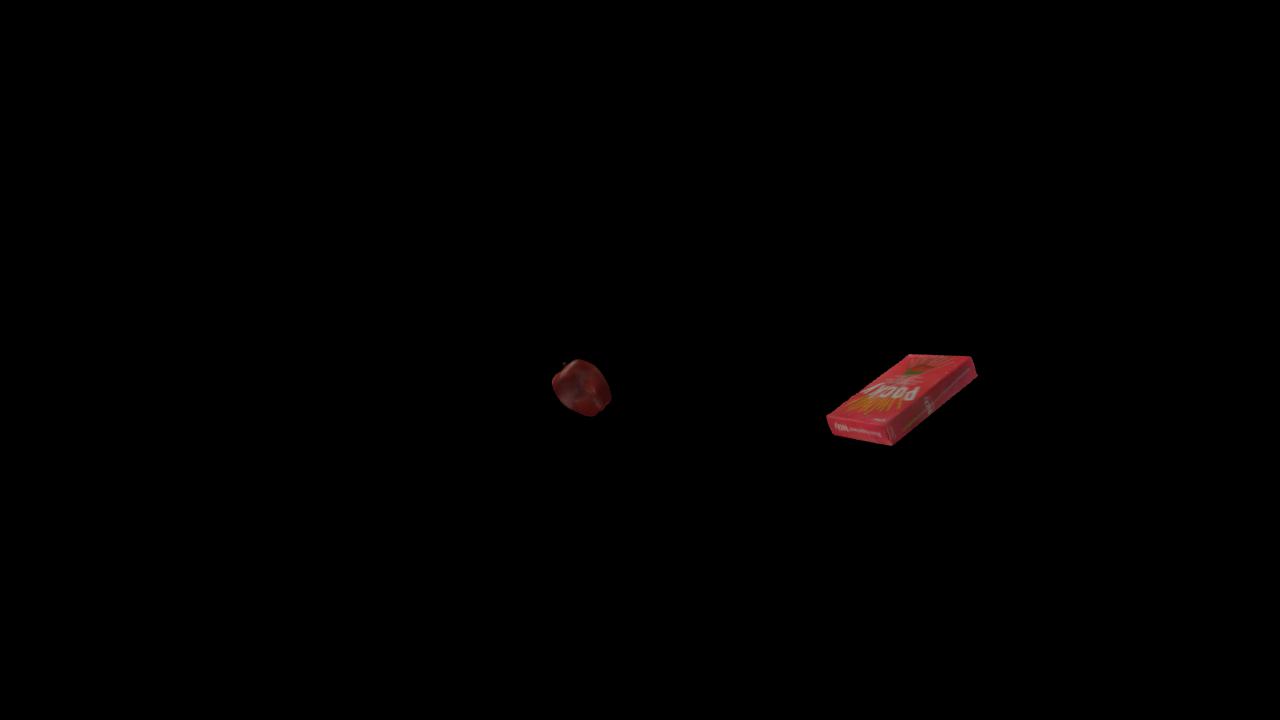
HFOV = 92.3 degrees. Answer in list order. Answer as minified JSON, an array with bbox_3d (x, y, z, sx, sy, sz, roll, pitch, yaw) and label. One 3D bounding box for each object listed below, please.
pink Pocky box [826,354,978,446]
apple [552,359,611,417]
[{"bbox_3d":[0.292,0.040,0.686,0.155,0.029,0.084,-30,15,-23],"label":"pink Pocky box"},{"bbox_3d":[-0.089,0.041,0.934,0.079,0.093,0.079,-39,9,8],"label":"apple"}]
